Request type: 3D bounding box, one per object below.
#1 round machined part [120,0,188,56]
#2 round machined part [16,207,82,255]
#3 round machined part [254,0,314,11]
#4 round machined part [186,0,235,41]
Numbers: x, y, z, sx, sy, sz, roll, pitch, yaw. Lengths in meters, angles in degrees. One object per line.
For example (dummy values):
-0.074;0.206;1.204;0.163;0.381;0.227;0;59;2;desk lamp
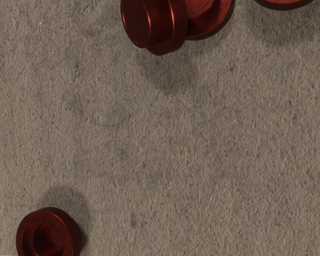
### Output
-0.013;-0.135;0.373;0.042;0.098;0.098;-25;79;-25;round machined part
-0.157;0.164;0.454;0.098;0.042;0.097;0;90;19;round machined part
0.145;-0.181;0.349;0.098;0.042;0.097;0;90;19;round machined part
0.041;-0.163;0.385;0.098;0.042;0.097;0;90;19;round machined part
